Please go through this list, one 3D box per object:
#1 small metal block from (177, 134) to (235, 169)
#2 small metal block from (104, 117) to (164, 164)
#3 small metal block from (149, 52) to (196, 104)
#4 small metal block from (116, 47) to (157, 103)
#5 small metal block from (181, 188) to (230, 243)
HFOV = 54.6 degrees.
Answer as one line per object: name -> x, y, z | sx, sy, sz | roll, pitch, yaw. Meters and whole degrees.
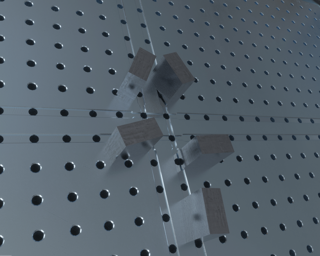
small metal block -> 0.059, 0.031, 0.404 | 0.050, 0.050, 0.025 | -1, 62, -29
small metal block -> -0.032, 0.015, 0.365 | 0.050, 0.050, 0.025 | -15, 70, -34
small metal block -> 0.016, -0.071, 0.444 | 0.025, 0.050, 0.050 | -23, 74, -36
small metal block -> -0.032, -0.071, 0.418 | 0.025, 0.050, 0.050 | 26, 53, -12
small metal block -> 0.050, 0.101, 0.357 | 0.025, 0.050, 0.050 | 7, 59, -25
